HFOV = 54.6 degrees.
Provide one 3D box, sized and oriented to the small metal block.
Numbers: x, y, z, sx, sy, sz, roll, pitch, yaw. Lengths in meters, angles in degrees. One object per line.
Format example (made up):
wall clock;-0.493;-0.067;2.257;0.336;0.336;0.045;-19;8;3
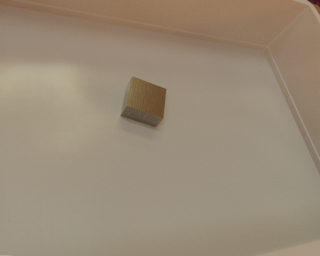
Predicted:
small metal block;-0.021;-0.035;0.415;0.050;0.025;0.050;18;55;-18
